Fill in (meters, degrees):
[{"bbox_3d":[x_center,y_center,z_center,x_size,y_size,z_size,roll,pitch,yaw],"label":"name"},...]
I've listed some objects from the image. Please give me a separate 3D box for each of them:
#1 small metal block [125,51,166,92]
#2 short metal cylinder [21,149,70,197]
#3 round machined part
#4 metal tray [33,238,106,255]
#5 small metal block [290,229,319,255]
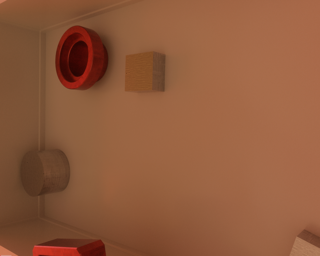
[{"bbox_3d":[-0.021,-0.075,0.422,0.050,0.025,0.050,3,92,39],"label":"small metal block"},{"bbox_3d":[-0.207,0.079,0.558,0.080,0.050,0.079,0,90,39],"label":"short metal cylinder"},{"bbox_3d":[-0.121,-0.108,0.492,0.098,0.042,0.097,0,90,39],"label":"round machined part"},{"bbox_3d":[-0.089,0.185,0.321,0.090,0.030,0.129,-16,80,38],"label":"metal tray"},{"bbox_3d":[0.147,0.131,0.285,0.050,0.025,0.050,23,104,37],"label":"small metal block"}]
